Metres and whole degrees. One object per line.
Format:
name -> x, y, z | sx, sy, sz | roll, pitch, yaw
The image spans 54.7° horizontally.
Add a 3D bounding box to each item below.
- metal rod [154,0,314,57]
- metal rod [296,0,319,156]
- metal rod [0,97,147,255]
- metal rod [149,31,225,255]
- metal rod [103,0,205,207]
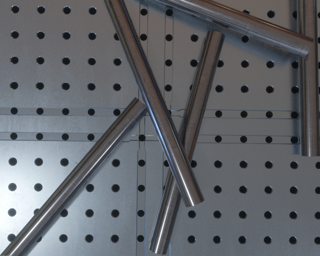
metal rod -> 0.049, -0.159, 0.403 | 0.301, 0.025, 0.025 | 22, 90, 3
metal rod -> 0.198, -0.112, 0.415 | 0.025, 0.025, 0.298 | -1, 90, -1
metal rod -> -0.121, 0.081, 0.411 | 0.025, 0.025, 0.300 | 40, 90, -1
metal rod -> 0.036, 0.019, 0.413 | 0.025, 0.025, 0.298 | 15, 90, -1
metal rod -> -0.012, -0.045, 0.397 | 0.025, 0.025, 0.299 | -22, 84, 0
